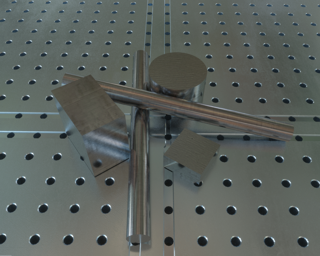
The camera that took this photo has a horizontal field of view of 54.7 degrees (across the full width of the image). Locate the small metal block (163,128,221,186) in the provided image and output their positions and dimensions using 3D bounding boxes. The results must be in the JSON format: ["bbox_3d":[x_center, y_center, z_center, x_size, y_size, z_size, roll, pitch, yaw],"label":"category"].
[{"bbox_3d":[0.039,0.034,0.380,0.050,0.025,0.050,27,55,20],"label":"small metal block"}]

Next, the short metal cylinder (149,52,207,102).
[{"bbox_3d":[0.025,-0.064,0.445,0.081,0.050,0.080,0,50,0],"label":"short metal cylinder"}]

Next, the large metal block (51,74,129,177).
[{"bbox_3d":[-0.081,-0.003,0.372,0.050,0.080,0.080,-28,56,-22],"label":"large metal block"}]

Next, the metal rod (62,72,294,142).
[{"bbox_3d":[0.023,-0.027,0.406,0.302,0.025,0.025,13,51,0],"label":"metal rod"}]

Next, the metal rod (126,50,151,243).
[{"bbox_3d":[-0.026,-0.002,0.409,0.025,0.025,0.300,-1,50,-1],"label":"metal rod"}]
